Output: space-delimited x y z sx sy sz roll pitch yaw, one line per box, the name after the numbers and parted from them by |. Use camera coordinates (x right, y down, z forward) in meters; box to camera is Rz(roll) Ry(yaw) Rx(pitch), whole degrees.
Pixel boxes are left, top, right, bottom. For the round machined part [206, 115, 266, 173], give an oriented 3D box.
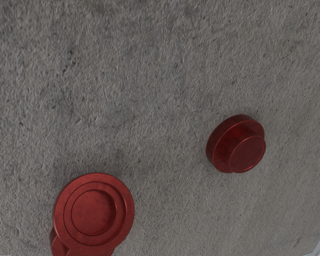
0.125 0.031 0.483 0.099 0.042 0.097 -14 124 -21 | round machined part

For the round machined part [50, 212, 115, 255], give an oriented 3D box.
-0.102 0.162 0.440 0.099 0.042 0.097 -14 124 -21 | round machined part

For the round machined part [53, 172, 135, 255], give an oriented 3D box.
-0.085 0.107 0.394 0.099 0.042 0.098 5 78 -23 | round machined part
